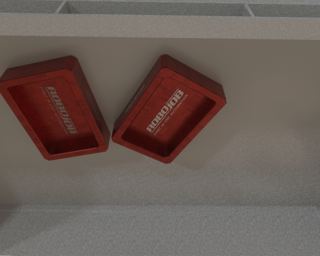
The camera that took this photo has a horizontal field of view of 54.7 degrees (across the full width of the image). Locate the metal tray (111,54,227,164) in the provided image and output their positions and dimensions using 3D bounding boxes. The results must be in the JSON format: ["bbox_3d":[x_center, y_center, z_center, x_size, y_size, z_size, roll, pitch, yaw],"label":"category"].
[{"bbox_3d":[0.008,-0.017,0.390,0.090,0.030,0.129,25,126,-20],"label":"metal tray"}]

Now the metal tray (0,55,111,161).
[{"bbox_3d":[-0.126,-0.019,0.388,0.090,0.030,0.129,-10,130,8],"label":"metal tray"}]
